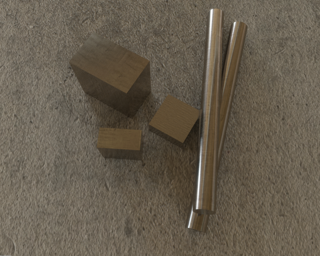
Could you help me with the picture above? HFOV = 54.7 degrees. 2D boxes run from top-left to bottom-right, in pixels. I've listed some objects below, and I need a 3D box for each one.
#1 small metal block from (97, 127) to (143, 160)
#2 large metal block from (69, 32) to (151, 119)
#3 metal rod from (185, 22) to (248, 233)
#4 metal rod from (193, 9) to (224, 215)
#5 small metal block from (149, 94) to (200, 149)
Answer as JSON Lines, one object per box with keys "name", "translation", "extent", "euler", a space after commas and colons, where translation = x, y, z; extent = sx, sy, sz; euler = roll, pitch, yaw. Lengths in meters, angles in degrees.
{"name": "small metal block", "translation": [-0.048, 0.021, 0.387], "extent": [0.050, 0.050, 0.025], "euler": [4, 70, 1]}
{"name": "large metal block", "translation": [-0.060, -0.065, 0.402], "extent": [0.080, 0.080, 0.050], "euler": [29, 73, 10]}
{"name": "metal rod", "translation": [0.080, -0.016, 0.414], "extent": [0.025, 0.025, 0.299], "euler": [14, 70, 5]}
{"name": "metal rod", "translation": [0.066, -0.041, 0.404], "extent": [0.025, 0.025, 0.299], "euler": [7, 63, 2]}
{"name": "small metal block", "translation": [0.020, -0.009, 0.412], "extent": [0.050, 0.025, 0.050], "euler": [29, 72, 10]}
